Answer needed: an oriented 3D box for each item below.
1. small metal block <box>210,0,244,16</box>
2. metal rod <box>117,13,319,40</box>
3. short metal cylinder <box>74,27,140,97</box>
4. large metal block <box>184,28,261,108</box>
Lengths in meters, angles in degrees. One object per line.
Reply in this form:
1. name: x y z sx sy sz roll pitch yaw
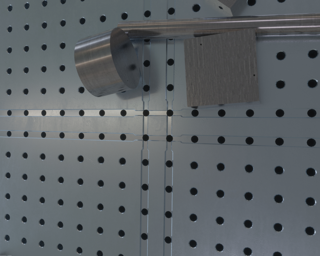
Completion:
1. small metal block: 0.085 -0.178 0.383 0.050 0.025 0.050 41 103 15
2. metal rod: 0.088 -0.124 0.381 0.301 0.025 0.025 5 92 19
3. short metal cylinder: -0.067 -0.085 0.407 0.050 0.080 0.080 -11 86 20
4. large metal block: 0.076 -0.067 0.372 0.080 0.050 0.080 -3 89 20
